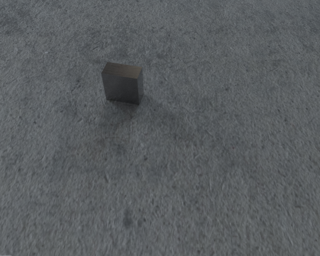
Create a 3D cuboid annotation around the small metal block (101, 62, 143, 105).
[{"bbox_3d":[-0.052,-0.063,0.440,0.050,0.050,0.025,10,51,8],"label":"small metal block"}]
